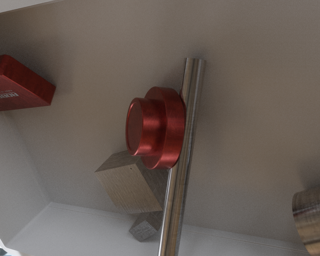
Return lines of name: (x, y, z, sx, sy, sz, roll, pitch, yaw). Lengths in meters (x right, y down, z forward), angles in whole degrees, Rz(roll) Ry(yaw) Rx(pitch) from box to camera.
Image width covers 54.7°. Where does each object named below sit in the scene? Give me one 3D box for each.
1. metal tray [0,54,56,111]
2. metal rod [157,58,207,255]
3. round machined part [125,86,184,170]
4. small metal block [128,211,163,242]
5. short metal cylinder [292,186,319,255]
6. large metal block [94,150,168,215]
metal tray: (-0.233, -0.061, 0.455, 0.130, 0.030, 0.090, -3, 155, 29)
metal rod: (0.020, 0.070, 0.365, 0.025, 0.025, 0.298, 11, 99, 22)
round machined part: (-0.012, 0.000, 0.364, 0.042, 0.098, 0.097, 4, 131, -22)
small metal block: (-0.016, 0.145, 0.489, 0.025, 0.050, 0.050, 44, 129, -3)
short metal cylinder: (0.189, 0.102, 0.336, 0.050, 0.080, 0.080, -31, 101, 38)
large metal block: (-0.035, 0.077, 0.457, 0.080, 0.050, 0.080, -16, 110, 34)
